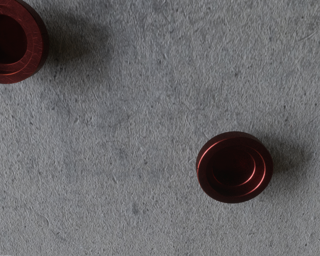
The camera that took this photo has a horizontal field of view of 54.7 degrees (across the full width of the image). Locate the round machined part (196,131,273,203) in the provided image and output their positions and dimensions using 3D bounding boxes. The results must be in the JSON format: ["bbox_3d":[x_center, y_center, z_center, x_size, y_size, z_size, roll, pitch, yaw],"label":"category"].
[{"bbox_3d":[0.097,0.049,0.420,0.099,0.042,0.097,0,110,0],"label":"round machined part"}]

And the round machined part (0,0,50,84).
[{"bbox_3d":[-0.178,-0.104,0.361,0.099,0.042,0.097,0,110,0],"label":"round machined part"}]
